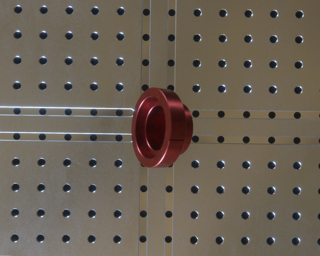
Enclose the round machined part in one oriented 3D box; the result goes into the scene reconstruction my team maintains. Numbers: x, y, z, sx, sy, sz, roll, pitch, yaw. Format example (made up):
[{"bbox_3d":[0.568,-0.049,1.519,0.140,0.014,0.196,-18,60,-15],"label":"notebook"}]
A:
[{"bbox_3d":[0.005,0.000,0.386,0.042,0.098,0.097,3,90,-31],"label":"round machined part"}]
